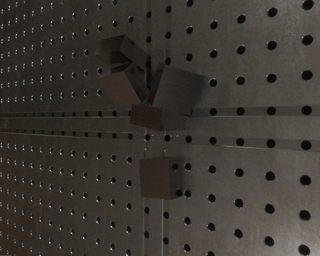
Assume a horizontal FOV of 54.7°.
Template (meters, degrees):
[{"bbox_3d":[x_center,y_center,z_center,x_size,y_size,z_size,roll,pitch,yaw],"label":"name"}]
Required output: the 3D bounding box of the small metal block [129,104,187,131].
[{"bbox_3d":[-0.002,-0.014,0.393,0.050,0.050,0.025,14,100,39],"label":"small metal block"}]

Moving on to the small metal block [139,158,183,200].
[{"bbox_3d":[0.001,0.065,0.407,0.050,0.025,0.050,-6,87,39],"label":"small metal block"}]

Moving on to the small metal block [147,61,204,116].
[{"bbox_3d":[0.018,-0.047,0.373,0.025,0.050,0.050,-129,55,-64],"label":"small metal block"}]

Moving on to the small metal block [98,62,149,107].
[{"bbox_3d":[-0.049,-0.059,0.431,0.050,0.025,0.050,-6,124,39],"label":"small metal block"}]

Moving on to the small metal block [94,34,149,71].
[{"bbox_3d":[-0.053,-0.101,0.431,0.050,0.050,0.025,2,69,39],"label":"small metal block"}]
